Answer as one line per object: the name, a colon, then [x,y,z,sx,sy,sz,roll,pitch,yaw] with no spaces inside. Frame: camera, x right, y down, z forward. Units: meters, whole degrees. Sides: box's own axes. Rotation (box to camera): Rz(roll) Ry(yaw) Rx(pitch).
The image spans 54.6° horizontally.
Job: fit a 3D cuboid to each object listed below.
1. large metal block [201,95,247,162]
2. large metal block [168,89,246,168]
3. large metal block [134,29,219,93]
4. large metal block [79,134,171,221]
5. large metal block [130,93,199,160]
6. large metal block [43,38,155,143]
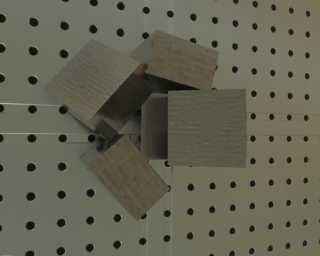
large metal block: [0.086,0.000,0.406,0.050,0.080,0.080,0,90,18]
large metal block: [0.054,0.000,0.345,0.080,0.050,0.080,0,89,14]
large metal block: [0.014,-0.075,0.389,0.081,0.080,0.050,14,85,-19]
large metal block: [-0.045,0.053,0.365,0.050,0.080,0.080,-42,104,-16]
large metal block: [0.007,-0.002,0.402,0.081,0.050,0.080,1,90,-20]
large metal block: [-0.068,-0.044,0.351,0.080,0.080,0.050,-51,150,-13]
